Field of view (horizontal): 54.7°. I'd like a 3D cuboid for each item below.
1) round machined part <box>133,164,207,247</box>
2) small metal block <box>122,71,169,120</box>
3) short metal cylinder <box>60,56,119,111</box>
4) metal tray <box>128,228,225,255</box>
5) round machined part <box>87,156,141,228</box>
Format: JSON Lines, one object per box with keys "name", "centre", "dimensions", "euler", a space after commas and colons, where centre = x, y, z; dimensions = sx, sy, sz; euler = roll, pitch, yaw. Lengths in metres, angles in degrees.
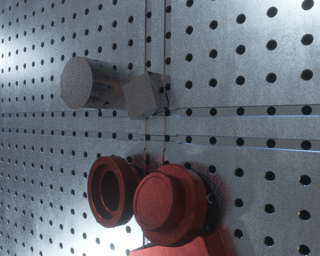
{"name": "round machined part", "centre": [0.005, 0.090, 0.373], "dimensions": [0.098, 0.042, 0.098], "euler": [-23, 55, 39]}
{"name": "small metal block", "centre": [-0.020, -0.043, 0.424], "dimensions": [0.050, 0.025, 0.050], "euler": [-23, 75, 37]}
{"name": "short metal cylinder", "centre": [-0.110, -0.067, 0.481], "dimensions": [0.080, 0.050, 0.079], "euler": [0, 90, 39]}
{"name": "metal tray", "centre": [0.024, 0.185, 0.384], "dimensions": [0.130, 0.030, 0.090], "euler": [-29, 72, 36]}
{"name": "round machined part", "centre": [-0.061, 0.088, 0.439], "dimensions": [0.098, 0.042, 0.097], "euler": [-2, 87, 49]}
